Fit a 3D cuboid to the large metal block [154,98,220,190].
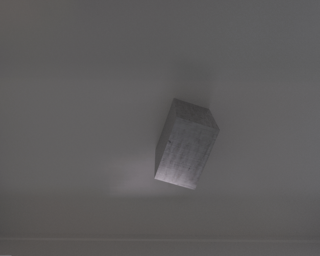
[{"bbox_3d":[0.030,0.017,0.388,0.050,0.080,0.080,17,109,-6],"label":"large metal block"}]
